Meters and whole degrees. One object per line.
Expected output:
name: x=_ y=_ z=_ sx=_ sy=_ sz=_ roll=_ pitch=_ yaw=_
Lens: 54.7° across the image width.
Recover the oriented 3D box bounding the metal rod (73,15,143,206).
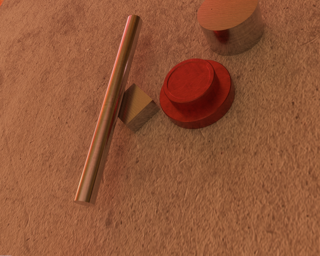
metal rod: x=-0.065 y=-0.042 z=0.431 sx=0.025 sy=0.025 sz=0.300 roll=-4 pitch=59 yaw=26

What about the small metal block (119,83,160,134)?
small metal block: x=-0.037 y=-0.028 z=0.441 sx=0.050 sy=0.025 sz=0.050 roll=-44 pitch=51 yaw=-2

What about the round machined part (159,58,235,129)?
round machined part: x=0.043 y=-0.051 z=0.402 sx=0.098 sy=0.042 sz=0.098 roll=-13 pitch=56 yaw=21

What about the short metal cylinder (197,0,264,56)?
short metal cylinder: x=0.098 y=-0.147 z=0.427 sx=0.080 sy=0.050 sz=0.080 roll=-13 pitch=56 yaw=21
